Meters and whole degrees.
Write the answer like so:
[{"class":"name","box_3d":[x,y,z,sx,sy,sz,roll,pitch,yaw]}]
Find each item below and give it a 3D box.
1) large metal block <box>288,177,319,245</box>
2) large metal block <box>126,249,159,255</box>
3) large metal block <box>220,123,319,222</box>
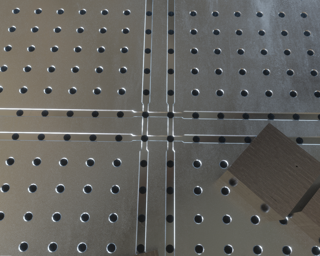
[{"class":"large metal block","box_3d":[0.212,0.099,0.364,0.080,0.050,0.080,42,75,14]},{"class":"large metal block","box_3d":[-0.033,0.181,0.332,0.080,0.050,0.080,-12,71,-4]},{"class":"large metal block","box_3d":[0.134,0.055,0.379,0.080,0.050,0.080,42,75,13]}]
